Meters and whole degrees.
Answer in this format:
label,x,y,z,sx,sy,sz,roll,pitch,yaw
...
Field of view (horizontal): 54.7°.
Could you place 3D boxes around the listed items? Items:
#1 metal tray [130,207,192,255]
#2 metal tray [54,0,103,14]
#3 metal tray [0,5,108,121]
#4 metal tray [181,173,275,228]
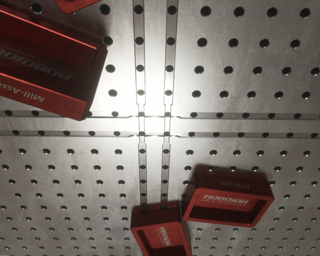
label,x,y,z,sx,sy,sz,roll,pitch,yaw
metal tray,0.005,0.204,0.582,0.090,0.030,0.129,-10,130,8
metal tray,-0.074,-0.174,0.258,0.090,0.030,0.130,-17,129,13
metal tray,-0.125,-0.067,0.307,0.131,0.090,0.030,19,138,-16
metal tray,0.109,0.123,0.514,0.131,0.030,0.089,9,130,-8
